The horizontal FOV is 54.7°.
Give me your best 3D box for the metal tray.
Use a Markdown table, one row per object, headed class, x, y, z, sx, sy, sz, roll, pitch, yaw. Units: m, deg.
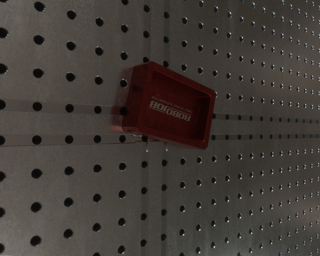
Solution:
| class | x | y | z | sx | sy | sz | roll | pitch | yaw |
| --- | --- | --- | --- | --- | --- | --- | --- | --- | --- |
| metal tray | 0.018 | -0.026 | 0.422 | 0.131 | 0.030 | 0.090 | 17 | 79 | -39 |
